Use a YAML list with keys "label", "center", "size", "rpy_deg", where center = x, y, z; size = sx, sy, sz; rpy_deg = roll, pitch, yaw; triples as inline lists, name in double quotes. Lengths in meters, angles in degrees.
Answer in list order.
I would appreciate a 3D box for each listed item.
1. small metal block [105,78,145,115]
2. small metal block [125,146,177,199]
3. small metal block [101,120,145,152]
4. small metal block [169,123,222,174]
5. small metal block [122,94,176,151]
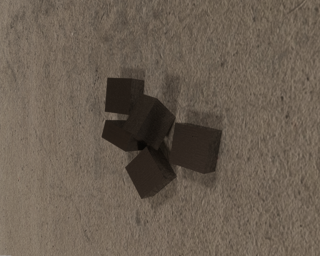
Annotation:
- label: "small metal block"
  center: [-0.051, -0.046, 0.445]
  size: [0.050, 0.025, 0.050]
  rpy_deg: [9, 96, 39]
- label: "small metal block"
  center: [-0.013, 0.059, 0.414]
  size: [0.050, 0.025, 0.050]
  rpy_deg: [-45, 63, 30]
- label: "small metal block"
  center: [-0.042, 0.009, 0.421]
  size: [0.050, 0.050, 0.025]
  rpy_deg: [26, 107, 37]
- label: "small metal block"
  center: [0.042, 0.023, 0.369]
  size: [0.050, 0.025, 0.050]
  rpy_deg: [14, 99, 39]
- label: "small metal block"
  center: [-0.013, -0.007, 0.386]
  size: [0.025, 0.050, 0.050]
  rpy_deg: [21, 77, 37]
